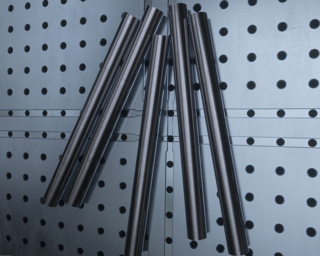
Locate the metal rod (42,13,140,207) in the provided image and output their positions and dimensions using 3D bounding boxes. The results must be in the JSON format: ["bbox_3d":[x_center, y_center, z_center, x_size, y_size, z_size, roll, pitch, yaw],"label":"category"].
[{"bbox_3d":[-0.102,-0.019,0.448,0.025,0.025,0.299,29,99,17],"label":"metal rod"}]

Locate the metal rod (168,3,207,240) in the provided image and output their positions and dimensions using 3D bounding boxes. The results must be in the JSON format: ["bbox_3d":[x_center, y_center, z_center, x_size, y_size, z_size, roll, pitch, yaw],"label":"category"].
[{"bbox_3d":[0.035,-0.009,0.400,0.025,0.025,0.298,-5,88,20],"label":"metal rod"}]

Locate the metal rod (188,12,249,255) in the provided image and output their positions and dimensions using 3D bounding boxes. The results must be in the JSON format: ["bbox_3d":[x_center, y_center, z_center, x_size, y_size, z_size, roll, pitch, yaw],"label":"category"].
[{"bbox_3d":[0.072,0.004,0.387,0.025,0.025,0.299,-11,86,20],"label":"metal rod"}]

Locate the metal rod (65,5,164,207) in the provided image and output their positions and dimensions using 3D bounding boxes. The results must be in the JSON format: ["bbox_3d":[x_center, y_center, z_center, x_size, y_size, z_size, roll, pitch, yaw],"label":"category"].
[{"bbox_3d":[-0.067,-0.024,0.437,0.025,0.025,0.299,27,99,18],"label":"metal rod"}]

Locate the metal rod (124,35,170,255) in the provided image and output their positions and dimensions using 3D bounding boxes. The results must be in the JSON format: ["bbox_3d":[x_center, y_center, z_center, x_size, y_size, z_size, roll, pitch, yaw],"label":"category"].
[{"bbox_3d":[-0.017,0.027,0.419,0.025,0.025,0.298,9,93,20],"label":"metal rod"}]
